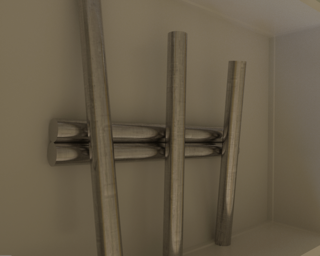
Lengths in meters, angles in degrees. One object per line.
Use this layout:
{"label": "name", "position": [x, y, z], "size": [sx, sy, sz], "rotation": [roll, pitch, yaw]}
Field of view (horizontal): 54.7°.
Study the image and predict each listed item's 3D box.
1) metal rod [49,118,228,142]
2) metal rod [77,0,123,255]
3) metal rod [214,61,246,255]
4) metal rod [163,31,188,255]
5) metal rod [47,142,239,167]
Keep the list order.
{"label": "metal rod", "position": [0.007, 0.007, 0.413], "size": [0.302, 0.025, 0.025], "rotation": [2, 89, -40]}
{"label": "metal rod", "position": [-0.064, -0.013, 0.322], "size": [0.025, 0.025, 0.298], "rotation": [-1, 83, -40]}
{"label": "metal rod", "position": [0.104, 0.052, 0.466], "size": [0.025, 0.025, 0.298], "rotation": [-5, 102, -40]}
{"label": "metal rod", "position": [0.019, 0.030, 0.391], "size": [0.025, 0.025, 0.298], "rotation": [2, 89, -40]}
{"label": "metal rod", "position": [0.006, 0.031, 0.412], "size": [0.302, 0.025, 0.025], "rotation": [2, 89, -40]}
